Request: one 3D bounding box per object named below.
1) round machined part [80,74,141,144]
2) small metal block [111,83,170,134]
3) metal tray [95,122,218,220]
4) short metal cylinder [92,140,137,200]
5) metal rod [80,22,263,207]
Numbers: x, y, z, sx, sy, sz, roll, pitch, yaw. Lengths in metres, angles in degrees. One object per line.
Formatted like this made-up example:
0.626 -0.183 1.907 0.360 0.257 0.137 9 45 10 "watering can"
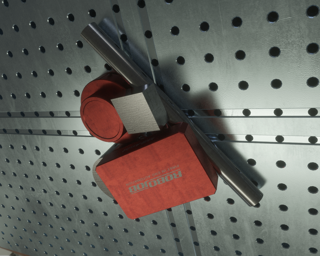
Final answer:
-0.067 -0.020 0.417 0.098 0.042 0.097 14 125 21 "round machined part"
-0.024 -0.022 0.375 0.050 0.025 0.050 -8 117 37 "small metal block"
-0.004 0.057 0.391 0.130 0.030 0.090 -24 106 23 "metal tray"
-0.051 0.063 0.455 0.080 0.050 0.079 13 124 21 "short metal cylinder"
0.017 -0.014 0.388 0.300 0.025 0.025 45 129 -4 "metal rod"
